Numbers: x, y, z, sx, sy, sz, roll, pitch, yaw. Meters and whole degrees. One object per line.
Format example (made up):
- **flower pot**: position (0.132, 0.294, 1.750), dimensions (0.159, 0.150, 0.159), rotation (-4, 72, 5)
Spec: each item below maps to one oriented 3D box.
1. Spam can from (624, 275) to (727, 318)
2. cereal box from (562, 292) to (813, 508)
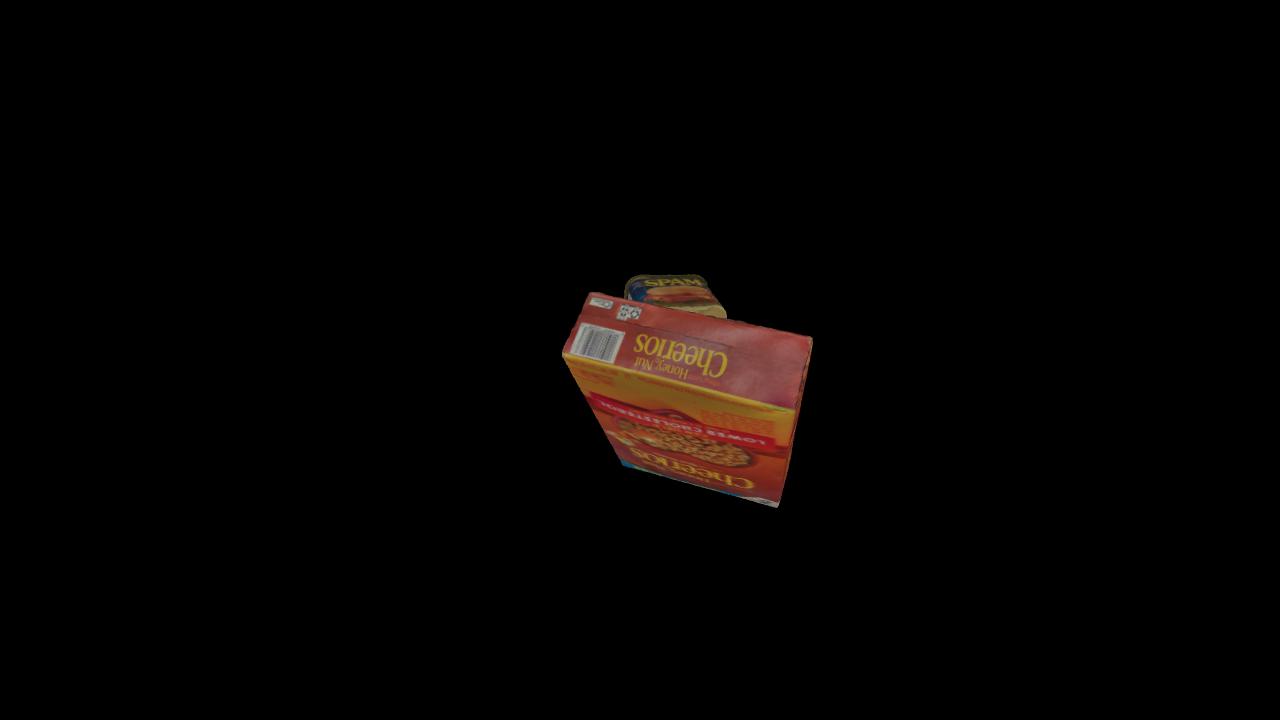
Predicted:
- **Spam can**: position (0.038, -0.054, 0.694), dimensions (0.101, 0.058, 0.085), rotation (-2, 30, -12)
- **cereal box**: position (0.058, 0.058, 0.636), dimensions (0.203, 0.081, 0.306), rotation (14, -25, 16)
